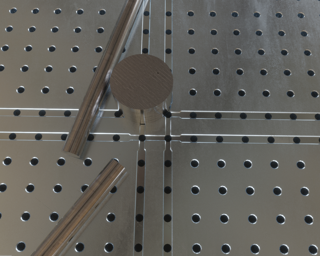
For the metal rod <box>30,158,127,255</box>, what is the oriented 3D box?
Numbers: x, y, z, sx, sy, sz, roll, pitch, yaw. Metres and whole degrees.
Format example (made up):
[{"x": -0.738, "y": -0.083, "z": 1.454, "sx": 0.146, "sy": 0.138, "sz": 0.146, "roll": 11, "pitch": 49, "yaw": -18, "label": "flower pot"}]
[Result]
[{"x": -0.142, "y": 0.159, "z": 0.351, "sx": 0.025, "sy": 0.025, "sz": 0.300, "roll": 36, "pitch": 73, "yaw": 11, "label": "metal rod"}]

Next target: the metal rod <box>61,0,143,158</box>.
[{"x": -0.072, "y": -0.101, "z": 0.447, "sx": 0.025, "sy": 0.025, "sz": 0.299, "roll": 16, "pitch": 71, "yaw": 5, "label": "metal rod"}]

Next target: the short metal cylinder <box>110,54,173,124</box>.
[{"x": -0.023, "y": -0.052, "z": 0.417, "sx": 0.081, "sy": 0.050, "sz": 0.080, "roll": 0, "pitch": 70, "yaw": 0, "label": "short metal cylinder"}]
